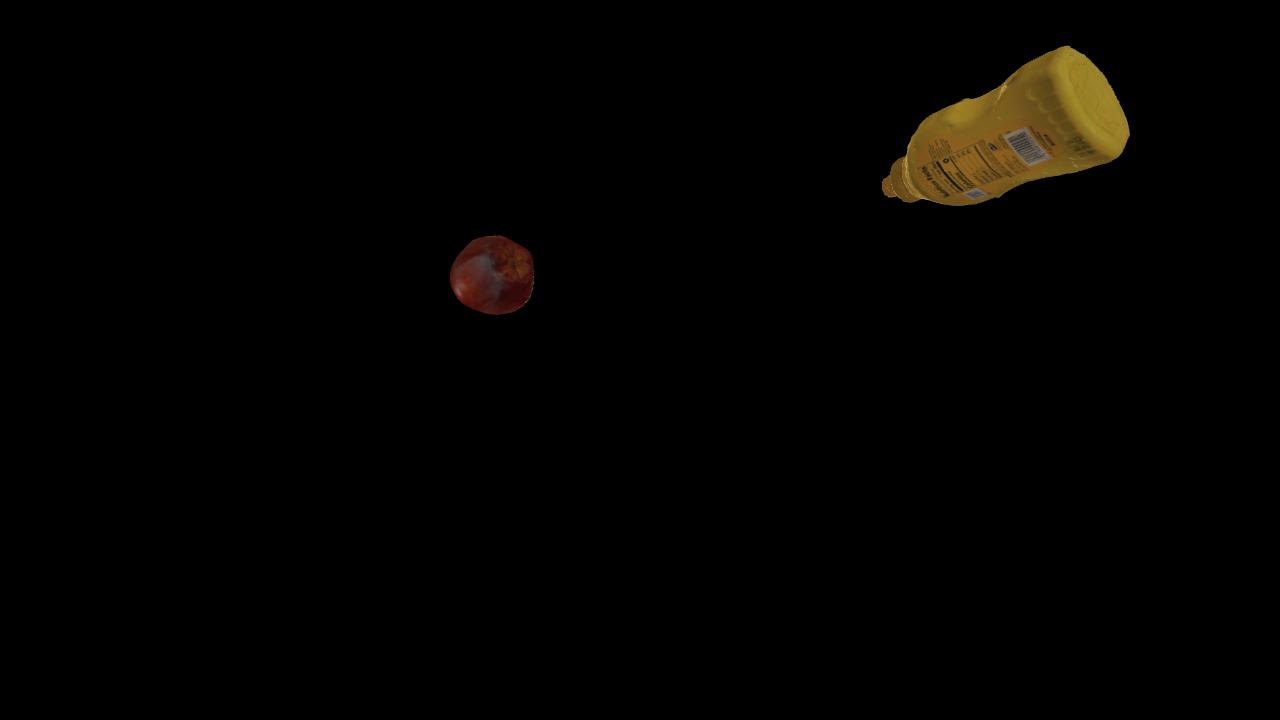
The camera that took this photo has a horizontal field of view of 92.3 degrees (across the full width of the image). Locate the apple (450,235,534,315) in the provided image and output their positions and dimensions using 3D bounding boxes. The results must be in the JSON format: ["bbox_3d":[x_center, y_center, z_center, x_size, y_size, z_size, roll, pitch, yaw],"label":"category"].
[{"bbox_3d":[-0.143,-0.082,0.604,0.079,0.079,0.093,0,-11,-41],"label":"apple"}]

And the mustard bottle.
[{"bbox_3d":[0.272,-0.169,0.501,0.092,0.054,0.184,33,-17,-19],"label":"mustard bottle"}]
